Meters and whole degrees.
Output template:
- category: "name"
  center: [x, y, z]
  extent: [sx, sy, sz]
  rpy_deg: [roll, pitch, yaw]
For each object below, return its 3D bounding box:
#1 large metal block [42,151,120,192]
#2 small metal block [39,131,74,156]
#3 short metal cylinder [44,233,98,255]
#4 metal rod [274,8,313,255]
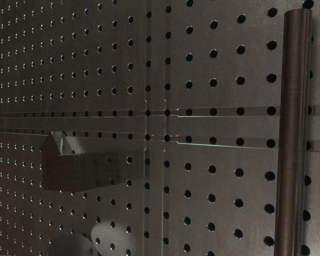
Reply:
- category: "large metal block"
  center: [-0.119, 0.064, 0.469]
  extent: [0.080, 0.081, 0.050]
  rpy_deg: [-6, 86, 39]
- category: "small metal block"
  center: [-0.189, 0.041, 0.562]
  extent: [0.050, 0.025, 0.050]
  rpy_deg: [-47, 62, 29]
- category: "short metal cylinder"
  center: [-0.145, 0.216, 0.490]
  extent: [0.080, 0.081, 0.050]
  rpy_deg: [47, 118, 29]
- category: "metal rod"
  center: [0.128, 0.038, 0.302]
  extent: [0.025, 0.025, 0.298]
  rpy_deg: [3, 92, 39]
